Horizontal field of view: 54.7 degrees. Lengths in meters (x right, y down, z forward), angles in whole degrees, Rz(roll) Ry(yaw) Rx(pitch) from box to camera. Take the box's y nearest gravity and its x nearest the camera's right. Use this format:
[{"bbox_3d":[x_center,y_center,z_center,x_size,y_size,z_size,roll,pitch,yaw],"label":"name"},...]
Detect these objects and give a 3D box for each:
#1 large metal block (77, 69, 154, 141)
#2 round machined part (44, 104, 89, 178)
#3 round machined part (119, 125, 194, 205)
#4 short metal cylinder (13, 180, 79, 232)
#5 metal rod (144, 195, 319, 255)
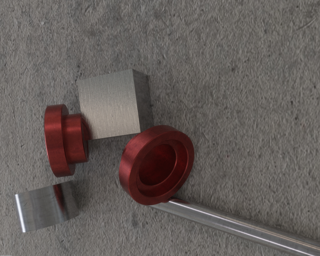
[{"bbox_3d":[-0.058,-0.028,0.416,0.080,0.050,0.080,-8,87,19],"label":"large metal block"},{"bbox_3d":[-0.123,0.016,0.420,0.042,0.098,0.097,-7,87,-8],"label":"round machined part"},{"bbox_3d":[-0.008,0.041,0.380,0.042,0.099,0.097,31,101,45],"label":"round machined part"},{"bbox_3d":[-0.159,0.108,0.436,0.080,0.080,0.050,-16,85,19],"label":"short metal cylinder"},{"bbox_3d":[0.117,0.124,0.367,0.301,0.025,0.025,14,95,19],"label":"metal rod"}]
